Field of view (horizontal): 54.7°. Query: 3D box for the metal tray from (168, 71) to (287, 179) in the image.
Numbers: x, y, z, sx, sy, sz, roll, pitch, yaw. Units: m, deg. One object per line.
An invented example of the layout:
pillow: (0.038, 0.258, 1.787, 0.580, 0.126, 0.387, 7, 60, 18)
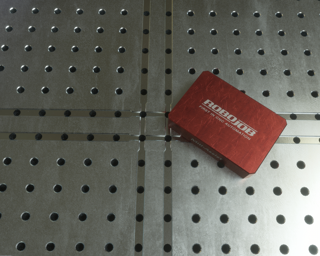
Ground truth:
metal tray: (0.087, -0.007, 0.413, 0.130, 0.030, 0.090, 35, 73, 11)
